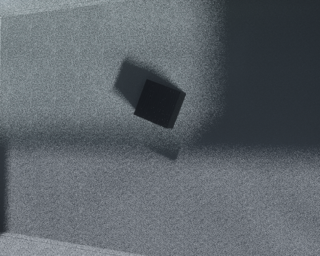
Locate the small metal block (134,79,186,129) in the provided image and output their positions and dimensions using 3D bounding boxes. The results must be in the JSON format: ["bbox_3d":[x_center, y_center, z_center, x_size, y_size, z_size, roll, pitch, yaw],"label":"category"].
[{"bbox_3d":[0.000,-0.032,0.411,0.050,0.025,0.050,23,98,18],"label":"small metal block"}]
